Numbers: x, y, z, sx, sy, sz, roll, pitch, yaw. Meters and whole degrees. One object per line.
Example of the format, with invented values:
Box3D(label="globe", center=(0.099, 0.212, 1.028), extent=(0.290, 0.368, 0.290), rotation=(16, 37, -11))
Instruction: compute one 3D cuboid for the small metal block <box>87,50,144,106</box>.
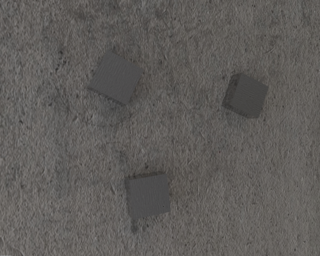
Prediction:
Box3D(label="small metal block", center=(-0.056, -0.061, 0.388), extent=(0.050, 0.025, 0.050), rotation=(27, 81, -18))

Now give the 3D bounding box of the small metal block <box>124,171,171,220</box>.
Box3D(label="small metal block", center=(-0.016, 0.086, 0.403), extent=(0.050, 0.025, 0.050), rotation=(-7, 92, -20))

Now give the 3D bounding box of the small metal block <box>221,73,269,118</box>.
Box3D(label="small metal block", center=(0.125, -0.046, 0.455), extent=(0.050, 0.025, 0.050), rotation=(22, 83, -19))
